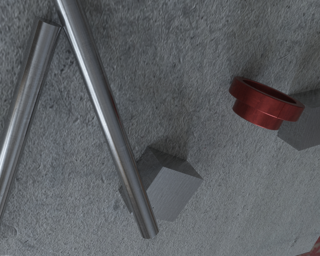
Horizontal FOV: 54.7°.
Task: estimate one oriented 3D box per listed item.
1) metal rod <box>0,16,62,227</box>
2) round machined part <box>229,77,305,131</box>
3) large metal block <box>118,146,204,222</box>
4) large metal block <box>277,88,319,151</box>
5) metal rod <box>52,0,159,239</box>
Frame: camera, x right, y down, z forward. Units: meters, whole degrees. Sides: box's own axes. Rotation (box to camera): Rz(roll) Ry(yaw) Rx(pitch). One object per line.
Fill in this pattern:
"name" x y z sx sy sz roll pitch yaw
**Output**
"metal rod" -0.163 0.029 0.336 0.025 0.025 0.298 12 112 -34
"round machined part" 0.138 -0.031 0.418 0.099 0.098 0.042 8 115 -32
"large metal block" 0.001 0.082 0.444 0.080 0.050 0.080 24 106 -37
"large metal block" 0.255 -0.016 0.524 0.081 0.050 0.079 -13 124 -22
"metal rod" -0.050 0.007 0.348 0.025 0.025 0.298 -23 116 -15
